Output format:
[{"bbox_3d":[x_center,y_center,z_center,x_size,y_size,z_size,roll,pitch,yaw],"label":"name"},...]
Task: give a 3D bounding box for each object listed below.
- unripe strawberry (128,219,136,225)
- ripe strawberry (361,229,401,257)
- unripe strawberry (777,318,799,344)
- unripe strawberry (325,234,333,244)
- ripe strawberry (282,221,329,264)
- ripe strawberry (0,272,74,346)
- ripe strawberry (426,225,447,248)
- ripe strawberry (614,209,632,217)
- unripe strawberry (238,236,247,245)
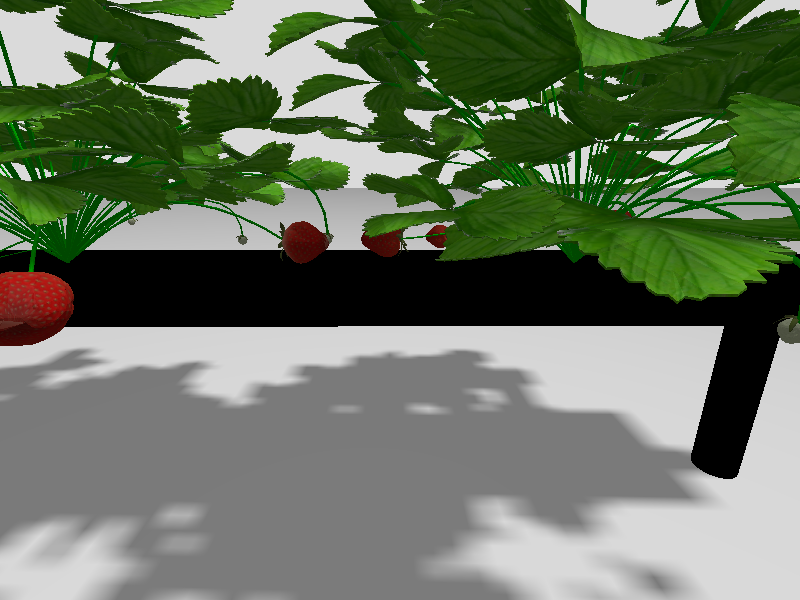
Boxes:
[{"bbox_3d":[-0.348,-0.102,0.520,0.009,0.010,0.010,-5,18,-16],"label":"unripe strawberry"},{"bbox_3d":[-0.017,-0.058,0.372,0.036,0.036,0.040,2,17,7],"label":"ripe strawberry"},{"bbox_3d":[0.152,0.012,0.154,0.011,0.010,0.010,0,17,1],"label":"unripe strawberry"},{"bbox_3d":[-0.067,-0.056,0.371,0.010,0.010,0.009,-2,17,-5],"label":"unripe strawberry"},{"bbox_3d":[-0.080,-0.049,0.343,0.037,0.036,0.040,1,17,2],"label":"ripe strawberry"},{"bbox_3d":[-0.165,0.005,0.174,0.038,0.034,0.034,-12,21,-33],"label":"ripe strawberry"},{"bbox_3d":[0.040,-0.067,0.421,0.025,0.024,0.027,10,20,30],"label":"ripe strawberry"},{"bbox_3d":[0.271,-0.097,0.500,0.038,0.033,0.038,12,21,35],"label":"ripe strawberry"},{"bbox_3d":[-0.172,-0.065,0.438,0.010,0.010,0.009,-12,21,-34],"label":"unripe strawberry"}]
